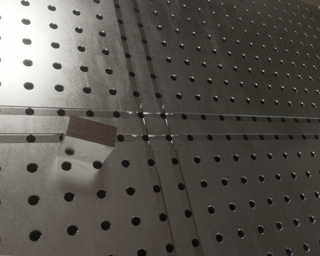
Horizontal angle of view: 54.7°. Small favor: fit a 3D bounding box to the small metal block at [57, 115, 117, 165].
[{"bbox_3d":[-0.080,0.015,0.341,0.050,0.050,0.025,16,56,-20],"label":"small metal block"}]
